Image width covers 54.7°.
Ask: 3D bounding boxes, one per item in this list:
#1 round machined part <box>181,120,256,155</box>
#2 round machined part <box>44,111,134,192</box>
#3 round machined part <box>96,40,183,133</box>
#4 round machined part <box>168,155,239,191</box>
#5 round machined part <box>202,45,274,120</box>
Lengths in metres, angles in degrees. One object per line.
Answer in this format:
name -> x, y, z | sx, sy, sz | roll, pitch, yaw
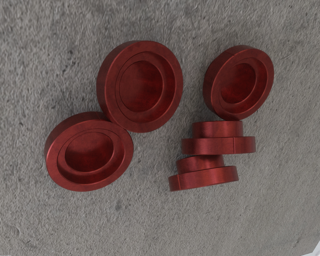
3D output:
round machined part -> 0.078, 0.013, 0.420 | 0.099, 0.098, 0.042 | 0, 87, -28
round machined part -> -0.084, 0.023, 0.364 | 0.099, 0.042, 0.097 | -14, 125, -20
round machined part -> -0.025, -0.047, 0.342 | 0.099, 0.042, 0.097 | -12, 111, -34
round machined part -> 0.060, 0.063, 0.445 | 0.099, 0.098, 0.042 | -3, 76, -27
round machined part -> 0.098, -0.061, 0.410 | 0.099, 0.042, 0.097 | -13, 122, -22
